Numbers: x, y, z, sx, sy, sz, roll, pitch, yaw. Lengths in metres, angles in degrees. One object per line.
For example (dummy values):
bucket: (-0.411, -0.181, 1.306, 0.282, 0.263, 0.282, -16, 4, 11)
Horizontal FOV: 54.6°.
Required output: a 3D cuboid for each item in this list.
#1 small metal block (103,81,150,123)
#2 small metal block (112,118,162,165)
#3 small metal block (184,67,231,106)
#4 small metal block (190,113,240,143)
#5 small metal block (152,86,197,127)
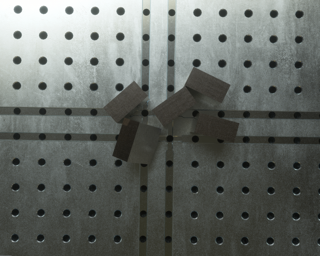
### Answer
small metal block: (-0.042, -0.032, 0.401, 0.050, 0.050, 0.025, -41, 90, 0)
small metal block: (-0.028, 0.018, 0.398, 0.025, 0.050, 0.050, 18, 90, 34)
small metal block: (0.058, -0.052, 0.401, 0.050, 0.050, 0.025, 26, 90, 0)
small metal block: (0.069, 0.000, 0.401, 0.050, 0.050, 0.025, 15, 90, 0)
small metal block: (0.018, -0.026, 0.401, 0.050, 0.050, 0.025, -36, 90, 0)
